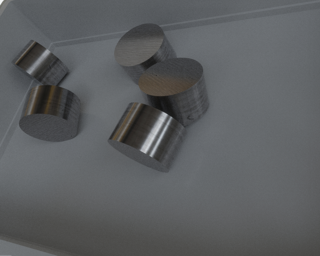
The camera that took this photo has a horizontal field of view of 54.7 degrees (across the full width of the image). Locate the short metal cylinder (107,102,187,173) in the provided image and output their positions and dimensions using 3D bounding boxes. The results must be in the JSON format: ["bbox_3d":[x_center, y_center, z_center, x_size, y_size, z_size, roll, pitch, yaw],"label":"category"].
[{"bbox_3d":[-0.015,0.012,0.369,0.080,0.080,0.050,16,71,34],"label":"short metal cylinder"}]

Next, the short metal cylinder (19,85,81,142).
[{"bbox_3d":[-0.163,-0.020,0.466,0.080,0.080,0.050,-13,57,20],"label":"short metal cylinder"}]

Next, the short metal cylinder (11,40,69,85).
[{"bbox_3d":[-0.209,-0.108,0.544,0.080,0.080,0.050,28,77,37],"label":"short metal cylinder"}]

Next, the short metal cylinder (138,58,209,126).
[{"bbox_3d":[0.019,-0.046,0.392,0.080,0.050,0.080,-10,41,9],"label":"short metal cylinder"}]

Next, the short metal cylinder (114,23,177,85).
[{"bbox_3d":[-0.021,-0.110,0.466,0.080,0.050,0.080,-13,56,20],"label":"short metal cylinder"}]
